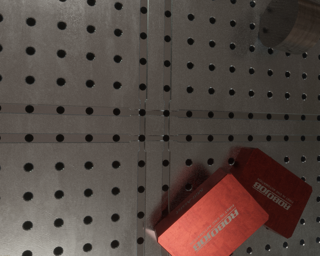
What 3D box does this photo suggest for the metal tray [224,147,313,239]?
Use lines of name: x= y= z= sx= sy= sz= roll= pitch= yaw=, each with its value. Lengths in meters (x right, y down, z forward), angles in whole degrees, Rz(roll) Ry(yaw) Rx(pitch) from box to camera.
metal tray: x=0.163 y=0.098 z=0.472 sx=0.130 sy=0.030 sz=0.090 roll=33 pitch=79 yaw=-17

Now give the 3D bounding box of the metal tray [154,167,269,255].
metal tray: x=0.069 y=0.129 z=0.418 sx=0.130 sy=0.030 sz=0.090 roll=-43 pitch=102 yaw=0

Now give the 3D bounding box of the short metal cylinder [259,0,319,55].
short metal cylinder: x=0.193 y=-0.153 z=0.456 sx=0.050 sy=0.080 sz=0.080 roll=8 pitch=87 yaw=-20
